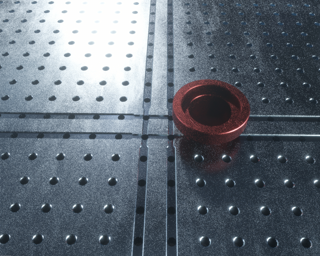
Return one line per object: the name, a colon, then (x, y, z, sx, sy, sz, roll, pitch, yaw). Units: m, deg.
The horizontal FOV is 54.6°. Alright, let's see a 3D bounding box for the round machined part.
round machined part: (0.065, -0.017, 0.411, 0.099, 0.042, 0.098, 0, 50, 0)
